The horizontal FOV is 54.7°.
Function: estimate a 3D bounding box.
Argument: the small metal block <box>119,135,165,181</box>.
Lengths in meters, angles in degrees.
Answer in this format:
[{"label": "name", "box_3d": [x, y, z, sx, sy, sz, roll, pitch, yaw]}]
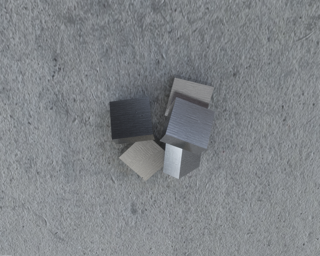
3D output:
[{"label": "small metal block", "box_3d": [-0.019, 0.035, 0.424, 0.050, 0.025, 0.050, -43, 105, 14]}]

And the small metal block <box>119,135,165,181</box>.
[{"label": "small metal block", "box_3d": [-0.019, 0.035, 0.424, 0.050, 0.025, 0.050, -43, 105, 14]}]

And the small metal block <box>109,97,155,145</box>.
[{"label": "small metal block", "box_3d": [-0.035, -0.009, 0.394, 0.050, 0.025, 0.050, -7, 72, 2]}]

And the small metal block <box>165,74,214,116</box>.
[{"label": "small metal block", "box_3d": [0.036, -0.037, 0.398, 0.050, 0.025, 0.050, 13, 110, -5]}]

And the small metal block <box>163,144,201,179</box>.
[{"label": "small metal block", "box_3d": [0.031, 0.032, 0.408, 0.025, 0.050, 0.050, 19, 114, 34]}]

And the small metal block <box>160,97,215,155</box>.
[{"label": "small metal block", "box_3d": [0.033, -0.002, 0.370, 0.050, 0.025, 0.050, 20, 65, -8]}]
